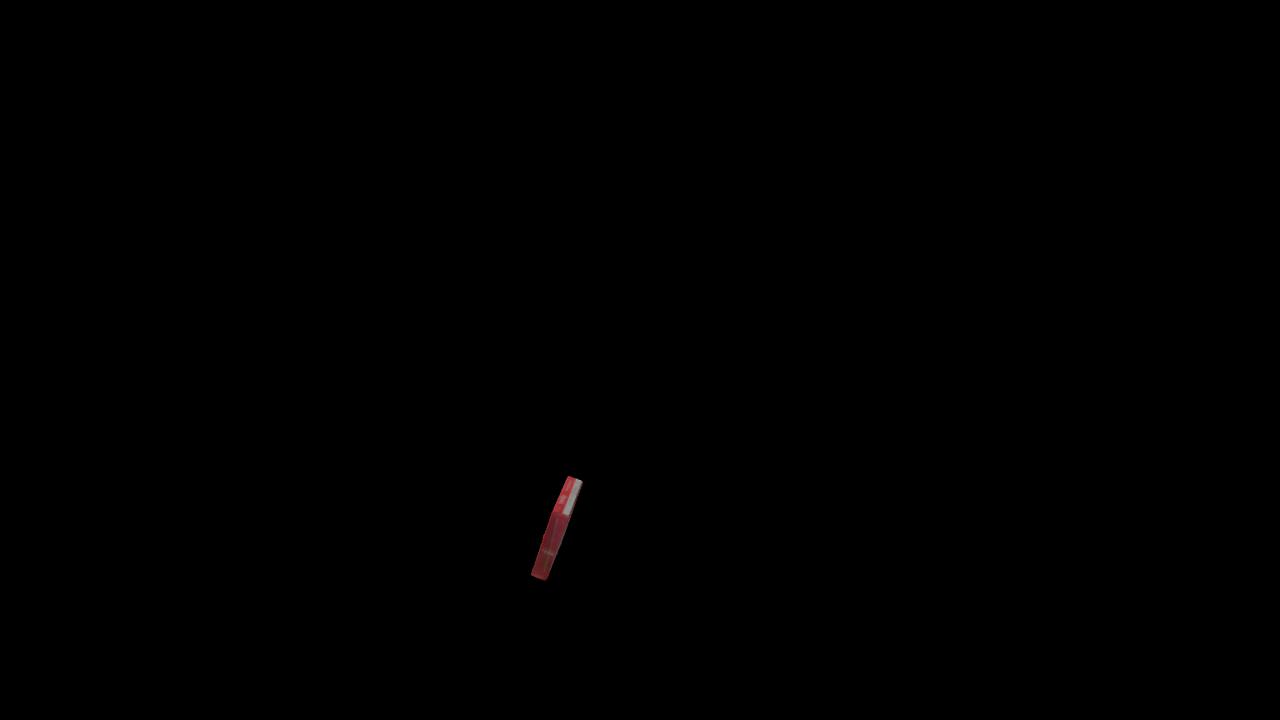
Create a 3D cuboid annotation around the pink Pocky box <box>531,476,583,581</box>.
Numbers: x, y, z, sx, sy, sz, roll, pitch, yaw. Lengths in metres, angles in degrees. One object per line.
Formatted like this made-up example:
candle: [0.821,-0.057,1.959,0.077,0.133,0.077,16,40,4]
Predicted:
pink Pocky box: [-0.132,0.267,0.975,0.029,0.155,0.084,21,31,1]
